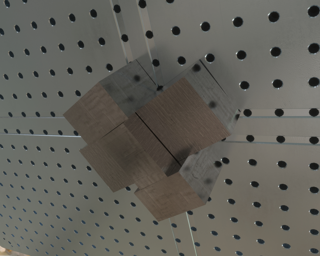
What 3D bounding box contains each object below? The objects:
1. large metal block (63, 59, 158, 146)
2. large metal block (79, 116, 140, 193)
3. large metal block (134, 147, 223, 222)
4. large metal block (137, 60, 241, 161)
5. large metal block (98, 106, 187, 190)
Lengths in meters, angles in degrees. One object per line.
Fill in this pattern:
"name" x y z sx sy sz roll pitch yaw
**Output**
"large metal block" -0.059 -0.032 0.387 0.080 0.080 0.050 -32 100 38
"large metal block" -0.055 0.037 0.449 0.080 0.050 0.080 -30 102 38
"large metal block" 0.026 0.066 0.403 0.080 0.080 0.050 -32 100 37
"large metal block" 0.033 -0.018 0.366 0.080 0.050 0.080 -32 103 38
"large metal block" -0.016 0.017 0.395 0.050 0.080 0.080 -32 100 38
